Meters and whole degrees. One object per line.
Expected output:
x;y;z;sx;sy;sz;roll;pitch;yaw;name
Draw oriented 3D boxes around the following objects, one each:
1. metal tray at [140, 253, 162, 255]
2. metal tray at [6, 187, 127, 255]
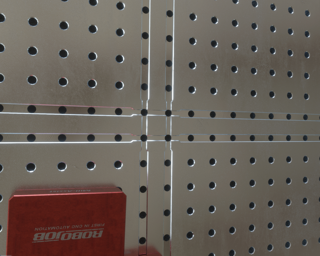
-0.053;0.216;0.391;0.131;0.030;0.089;-1;90;-20;metal tray
-0.109;0.120;0.370;0.131;0.030;0.089;2;89;-20;metal tray
